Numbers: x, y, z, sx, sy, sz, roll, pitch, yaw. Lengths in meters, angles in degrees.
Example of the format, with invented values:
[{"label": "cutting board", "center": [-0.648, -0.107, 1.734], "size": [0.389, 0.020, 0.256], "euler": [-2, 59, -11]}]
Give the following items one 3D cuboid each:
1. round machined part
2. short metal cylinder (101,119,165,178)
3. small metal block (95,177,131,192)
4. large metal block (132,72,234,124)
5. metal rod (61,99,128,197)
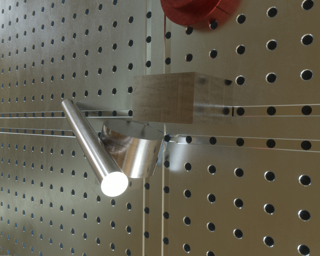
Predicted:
[{"label": "round machined part", "center": [0.037, -0.172, 0.366], "size": [0.098, 0.042, 0.097], "euler": [0, 90, 39]}, {"label": "short metal cylinder", "center": [-0.039, 0.025, 0.404], "size": [0.080, 0.081, 0.050], "euler": [24, 106, 37]}, {"label": "small metal block", "center": [-0.069, 0.065, 0.464], "size": [0.050, 0.025, 0.050], "euler": [14, 99, 38]}, {"label": "large metal block", "center": [0.027, -0.031, 0.350], "size": [0.080, 0.081, 0.050], "euler": [4, 93, 39]}, {"label": "metal rod", "center": [-0.100, 0.006, 0.411], "size": [0.300, 0.025, 0.025], "euler": [37, 115, 60]}]
